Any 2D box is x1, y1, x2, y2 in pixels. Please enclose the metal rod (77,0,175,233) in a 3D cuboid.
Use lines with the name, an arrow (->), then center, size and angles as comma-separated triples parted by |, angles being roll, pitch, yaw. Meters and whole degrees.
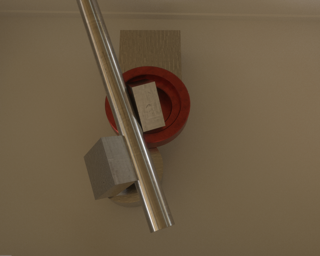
metal rod -> -0.046, -0.036, 0.346 | 0.025, 0.025, 0.299 | -18, 71, -7

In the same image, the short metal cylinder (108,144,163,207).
short metal cylinder -> -0.037, 0.053, 0.376 | 0.081, 0.050, 0.080 | 0, 70, 0

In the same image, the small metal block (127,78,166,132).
small metal block -> -0.017, -0.028, 0.354 | 0.025, 0.050, 0.050 | -16, 106, -10

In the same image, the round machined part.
round machined part -> -0.014, -0.022, 0.376 | 0.099, 0.042, 0.098 | 0, 70, -1

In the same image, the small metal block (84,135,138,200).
small metal block -> -0.053, 0.042, 0.324 | 0.025, 0.050, 0.050 | -5, 65, -38

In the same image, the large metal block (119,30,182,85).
large metal block -> -0.013, -0.085, 0.424 | 0.081, 0.050, 0.080 | 0, 70, -1
